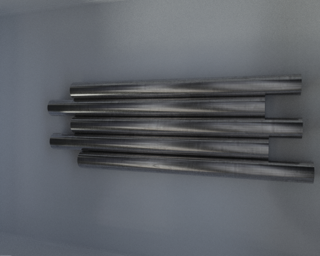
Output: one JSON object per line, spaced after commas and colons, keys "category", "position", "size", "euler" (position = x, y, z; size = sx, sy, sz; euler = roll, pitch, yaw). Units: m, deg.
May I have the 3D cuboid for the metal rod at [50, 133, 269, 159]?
{"category": "metal rod", "position": [-0.014, 0.022, 0.413], "size": [0.301, 0.025, 0.025], "euler": [1, 90, 19]}

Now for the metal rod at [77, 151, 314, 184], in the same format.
{"category": "metal rod", "position": [0.030, 0.048, 0.398], "size": [0.301, 0.025, 0.025], "euler": [1, 90, 19]}

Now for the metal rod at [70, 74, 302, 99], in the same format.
{"category": "metal rod", "position": [0.018, -0.052, 0.402], "size": [0.301, 0.025, 0.025], "euler": [1, 90, 19]}

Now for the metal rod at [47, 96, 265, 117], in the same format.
{"category": "metal rod", "position": [-0.018, -0.028, 0.414], "size": [0.301, 0.025, 0.025], "euler": [1, 90, 19]}

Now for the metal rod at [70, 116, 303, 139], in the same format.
{"category": "metal rod", "position": [0.019, -0.002, 0.402], "size": [0.301, 0.025, 0.025], "euler": [1, 90, 19]}
